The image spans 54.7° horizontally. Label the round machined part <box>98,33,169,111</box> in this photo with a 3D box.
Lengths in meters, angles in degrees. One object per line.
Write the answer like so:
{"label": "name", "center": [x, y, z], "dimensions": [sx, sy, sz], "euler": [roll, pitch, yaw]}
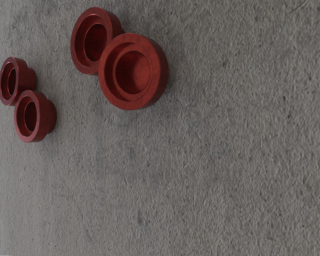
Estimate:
{"label": "round machined part", "center": [-0.031, -0.073, 0.412], "dimensions": [0.098, 0.042, 0.097], "euler": [4, 98, 30]}

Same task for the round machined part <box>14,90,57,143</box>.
{"label": "round machined part", "center": [-0.233, -0.022, 0.587], "dimensions": [0.098, 0.042, 0.097], "euler": [0, 90, 40]}

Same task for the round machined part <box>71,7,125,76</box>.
{"label": "round machined part", "center": [-0.089, -0.127, 0.467], "dimensions": [0.098, 0.042, 0.097], "euler": [0, 90, 40]}

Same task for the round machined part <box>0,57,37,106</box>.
{"label": "round machined part", "center": [-0.286, -0.092, 0.628], "dimensions": [0.098, 0.042, 0.097], "euler": [-3, 86, 43]}
